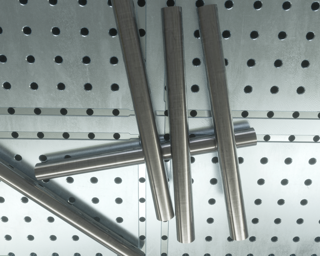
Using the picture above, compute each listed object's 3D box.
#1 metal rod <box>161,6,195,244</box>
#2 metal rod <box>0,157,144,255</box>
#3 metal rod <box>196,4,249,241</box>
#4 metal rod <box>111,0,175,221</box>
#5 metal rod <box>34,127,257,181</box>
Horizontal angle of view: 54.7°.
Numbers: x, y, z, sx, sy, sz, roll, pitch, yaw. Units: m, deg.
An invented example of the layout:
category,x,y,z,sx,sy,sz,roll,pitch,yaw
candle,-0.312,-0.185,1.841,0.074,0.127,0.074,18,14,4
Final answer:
category,x,y,z,sx,sy,sz,roll,pitch,yaw
metal rod,0.024,0.005,0.392,0.025,0.025,0.298,-4,102,1
metal rod,-0.148,0.116,0.454,0.301,0.025,0.025,38,105,-13
metal rod,0.081,0.002,0.391,0.025,0.025,0.298,-10,101,3
metal rod,-0.020,-0.023,0.385,0.025,0.025,0.298,-10,103,3
metal rod,-0.021,0.036,0.426,0.302,0.025,0.025,-10,110,3
